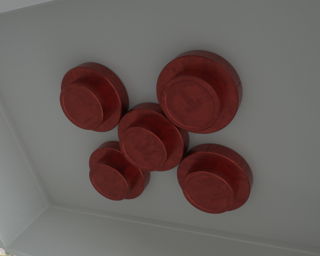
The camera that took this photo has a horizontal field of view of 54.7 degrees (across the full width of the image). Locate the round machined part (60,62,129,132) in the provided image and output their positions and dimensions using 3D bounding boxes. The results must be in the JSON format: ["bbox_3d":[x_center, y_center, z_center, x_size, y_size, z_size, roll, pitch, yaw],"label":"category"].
[{"bbox_3d":[-0.096,-0.036,0.422,0.098,0.042,0.097,13,124,20],"label":"round machined part"}]

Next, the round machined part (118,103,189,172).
[{"bbox_3d":[-0.014,0.019,0.413,0.098,0.042,0.097,13,124,20],"label":"round machined part"}]

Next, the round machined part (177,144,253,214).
[{"bbox_3d":[0.067,0.072,0.404,0.098,0.042,0.097,13,124,20],"label":"round machined part"}]

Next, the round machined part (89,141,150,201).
[{"bbox_3d":[-0.068,0.072,0.475,0.098,0.042,0.097,13,124,20],"label":"round machined part"}]

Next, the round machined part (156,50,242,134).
[{"bbox_3d":[0.040,-0.035,0.352,0.098,0.042,0.097,13,124,20],"label":"round machined part"}]
